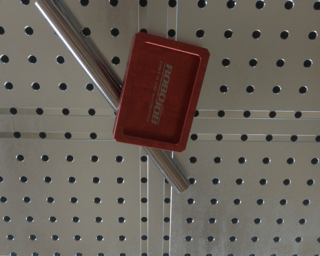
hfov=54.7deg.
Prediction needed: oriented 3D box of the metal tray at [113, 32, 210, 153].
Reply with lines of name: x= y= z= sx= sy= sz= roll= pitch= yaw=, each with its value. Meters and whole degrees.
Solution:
metal tray: x=-0.001 y=-0.041 z=0.378 sx=0.091 sy=0.030 sz=0.129 roll=11 pitch=101 yaw=-13

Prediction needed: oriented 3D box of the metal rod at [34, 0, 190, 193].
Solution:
metal rod: x=-0.051 y=-0.032 z=0.400 sx=0.025 sy=0.025 sz=0.299 roll=-32 pitch=107 yaw=11
